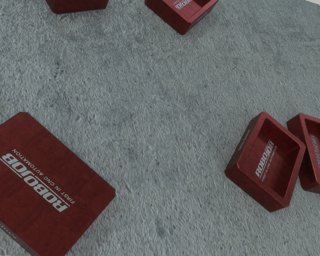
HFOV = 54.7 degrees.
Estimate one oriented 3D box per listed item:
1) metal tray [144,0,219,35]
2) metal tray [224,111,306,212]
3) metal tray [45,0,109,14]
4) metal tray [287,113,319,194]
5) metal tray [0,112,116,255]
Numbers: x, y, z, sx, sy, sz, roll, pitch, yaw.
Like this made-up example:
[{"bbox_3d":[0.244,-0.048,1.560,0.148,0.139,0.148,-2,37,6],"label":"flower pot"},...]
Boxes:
[{"bbox_3d":[0.043,-0.233,0.565,0.090,0.030,0.131,41,51,-1],"label":"metal tray"},{"bbox_3d":[0.159,0.046,0.457,0.090,0.030,0.131,40,51,-1],"label":"metal tray"},{"bbox_3d":[-0.144,-0.234,0.465,0.091,0.030,0.130,-24,75,-37],"label":"metal tray"},{"bbox_3d":[0.268,0.045,0.516,0.091,0.030,0.130,14,56,-20],"label":"metal tray"},{"bbox_3d":[-0.121,0.056,0.301,0.130,0.030,0.090,41,51,0],"label":"metal tray"}]
